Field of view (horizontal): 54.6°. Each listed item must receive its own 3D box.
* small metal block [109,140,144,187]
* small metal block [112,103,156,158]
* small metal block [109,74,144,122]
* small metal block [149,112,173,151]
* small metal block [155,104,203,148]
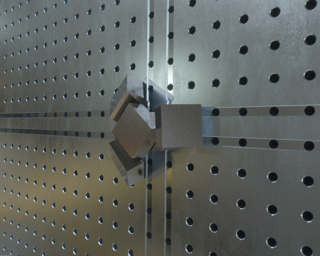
[{"bbox_3d":[-0.046,0.046,0.432,0.050,0.025,0.050,53,158,27],"label":"small metal block"},{"bbox_3d":[-0.029,0.003,0.402,0.050,0.025,0.050,49,118,28],"label":"small metal block"},{"bbox_3d":[-0.047,-0.040,0.433,0.050,0.025,0.050,-54,23,26],"label":"small metal block"},{"bbox_3d":[-0.010,0.003,0.419,0.050,0.025,0.050,2,94,40],"label":"small metal block"},{"bbox_3d":[0.022,-0.002,0.372,0.025,0.050,0.050,172,96,-72],"label":"small metal block"}]
